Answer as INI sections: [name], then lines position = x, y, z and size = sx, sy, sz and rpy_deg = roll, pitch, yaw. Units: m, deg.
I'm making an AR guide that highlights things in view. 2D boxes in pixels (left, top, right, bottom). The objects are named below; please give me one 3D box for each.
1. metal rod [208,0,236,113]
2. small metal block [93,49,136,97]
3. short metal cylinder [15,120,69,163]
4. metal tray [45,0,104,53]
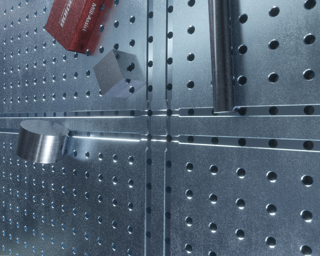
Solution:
[metal rod]
position = 0.066, -0.167, 0.354
size = 0.025, 0.025, 0.298
rpy_deg = -4, 87, 40
[small metal block]
position = -0.070, -0.082, 0.467
size = 0.050, 0.025, 0.050
rpy_deg = -33, 70, 35
[short metal cylinder]
position = -0.206, 0.022, 0.544
size = 0.080, 0.081, 0.050
rpy_deg = 26, 107, 37
[metal tray]
position = -0.142, -0.205, 0.524
size = 0.090, 0.030, 0.129
rpy_deg = 43, 116, 31
